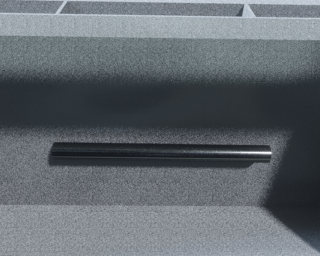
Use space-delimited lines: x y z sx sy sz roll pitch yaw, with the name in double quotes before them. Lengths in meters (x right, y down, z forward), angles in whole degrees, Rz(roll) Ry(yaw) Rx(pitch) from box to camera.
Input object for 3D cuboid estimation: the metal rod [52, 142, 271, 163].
"metal rod" 0.003 0.035 0.438 0.302 0.025 0.025 1 130 -1
